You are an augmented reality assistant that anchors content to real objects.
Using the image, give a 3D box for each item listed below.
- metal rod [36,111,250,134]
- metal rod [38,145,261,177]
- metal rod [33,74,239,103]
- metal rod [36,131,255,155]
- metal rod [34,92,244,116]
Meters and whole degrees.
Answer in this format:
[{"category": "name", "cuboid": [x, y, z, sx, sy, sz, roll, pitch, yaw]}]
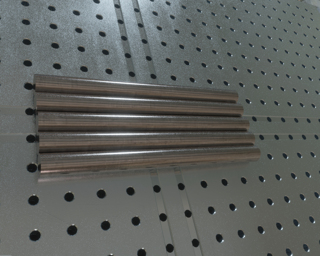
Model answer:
[{"category": "metal rod", "cuboid": [-0.002, -0.005, 0.411, 0.303, 0.025, 0.025, 0, 62, -28]}, {"category": "metal rod", "cuboid": [0.009, 0.038, 0.391, 0.303, 0.025, 0.025, 0, 62, -29]}, {"category": "metal rod", "cuboid": [-0.014, -0.050, 0.433, 0.303, 0.025, 0.025, 0, 62, -28]}, {"category": "metal rod", "cuboid": [0.003, 0.017, 0.401, 0.303, 0.025, 0.025, 0, 62, -28]}, {"category": "metal rod", "cuboid": [-0.008, -0.028, 0.422, 0.303, 0.025, 0.025, 0, 62, -28]}]
